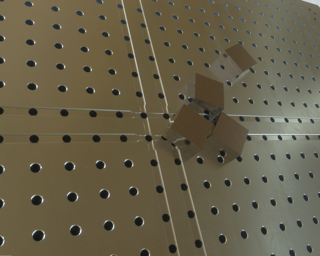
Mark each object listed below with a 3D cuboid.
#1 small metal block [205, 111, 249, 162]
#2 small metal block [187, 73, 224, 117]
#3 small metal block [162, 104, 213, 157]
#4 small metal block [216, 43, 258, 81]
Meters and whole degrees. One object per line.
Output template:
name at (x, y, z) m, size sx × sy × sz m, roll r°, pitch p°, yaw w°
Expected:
small metal block at (0.096, 0.012, 0.452) m, size 0.050 × 0.025 × 0.050 m, roll 35°, pitch 51°, yaw -5°
small metal block at (0.070, -0.051, 0.476) m, size 0.050 × 0.025 × 0.050 m, roll 18°, pitch 55°, yaw -18°
small metal block at (0.039, 0.003, 0.427) m, size 0.050 × 0.025 × 0.050 m, roll 35°, pitch 51°, yaw -5°
small metal block at (0.138, -0.119, 0.554) m, size 0.050 × 0.025 × 0.050 m, roll -32°, pitch 80°, yaw -38°
